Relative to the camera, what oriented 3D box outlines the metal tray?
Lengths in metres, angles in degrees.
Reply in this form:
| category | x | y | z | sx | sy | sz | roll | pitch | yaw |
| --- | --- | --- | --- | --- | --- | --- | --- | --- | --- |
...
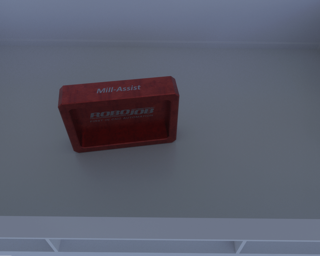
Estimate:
| category | x | y | z | sx | sy | sz | roll | pitch | yaw |
| --- | --- | --- | --- | --- | --- | --- | --- | --- | --- |
| metal tray | -0.045 | -0.014 | 0.373 | 0.131 | 0.089 | 0.030 | -6 | 51 | -6 |
